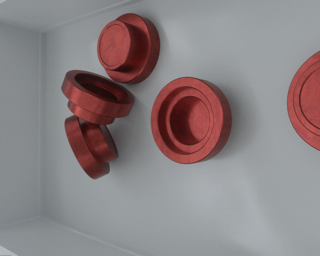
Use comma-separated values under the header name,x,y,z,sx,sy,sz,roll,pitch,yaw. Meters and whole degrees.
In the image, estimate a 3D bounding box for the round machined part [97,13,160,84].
name,x,y,z,sx,sy,sz,roll,pitch,yaw
round machined part,-0.051,-0.112,0.435,0.098,0.042,0.097,0,90,39

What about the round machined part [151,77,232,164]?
name,x,y,z,sx,sy,sz,roll,pitch,yaw
round machined part,0.040,-0.009,0.362,0.098,0.042,0.097,0,90,39

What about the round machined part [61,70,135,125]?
name,x,y,z,sx,sy,sz,roll,pitch,yaw
round machined part,-0.088,-0.039,0.430,0.098,0.099,0.042,40,115,32

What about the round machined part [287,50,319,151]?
name,x,y,z,sx,sy,sz,roll,pitch,yaw
round machined part,0.155,-0.024,0.260,0.098,0.042,0.097,-1,88,46

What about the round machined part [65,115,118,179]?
name,x,y,z,sx,sy,sz,roll,pitch,yaw
round machined part,-0.093,0.021,0.447,0.042,0.098,0.098,-25,71,-1
